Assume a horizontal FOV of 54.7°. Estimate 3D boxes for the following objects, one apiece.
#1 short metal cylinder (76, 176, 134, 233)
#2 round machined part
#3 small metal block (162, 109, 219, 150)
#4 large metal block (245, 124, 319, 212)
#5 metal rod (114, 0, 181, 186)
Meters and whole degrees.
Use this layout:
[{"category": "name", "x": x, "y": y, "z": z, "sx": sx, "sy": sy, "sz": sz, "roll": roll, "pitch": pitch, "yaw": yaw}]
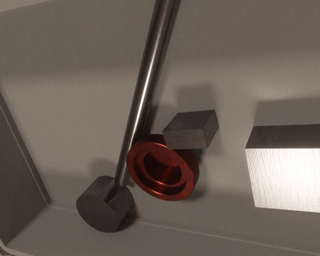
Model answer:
[{"category": "short metal cylinder", "x": -0.091, "y": 0.127, "z": 0.517, "sx": 0.080, "sy": 0.050, "sz": 0.079, "roll": 13, "pitch": 124, "yaw": 20}, {"category": "round machined part", "x": 0.007, "y": 0.049, "z": 0.421, "sx": 0.098, "sy": 0.042, "sz": 0.097, "roll": 14, "pitch": 127, "yaw": 20}, {"category": "small metal block", "x": 0.038, "y": 0.002, "z": 0.373, "sx": 0.050, "sy": 0.050, "sz": 0.025, "roll": -4, "pitch": 116, "yaw": 29}, {"category": "large metal block", "x": 0.145, "y": 0.043, "z": 0.343, "sx": 0.080, "sy": 0.050, "sz": 0.080, "roll": -2, "pitch": 118, "yaw": 29}, {"category": "metal rod", "x": -0.024, "y": -0.031, "z": 0.400, "sx": 0.025, "sy": 0.025, "sz": 0.298, "roll": 26, "pitch": 128, "yaw": 11}]
